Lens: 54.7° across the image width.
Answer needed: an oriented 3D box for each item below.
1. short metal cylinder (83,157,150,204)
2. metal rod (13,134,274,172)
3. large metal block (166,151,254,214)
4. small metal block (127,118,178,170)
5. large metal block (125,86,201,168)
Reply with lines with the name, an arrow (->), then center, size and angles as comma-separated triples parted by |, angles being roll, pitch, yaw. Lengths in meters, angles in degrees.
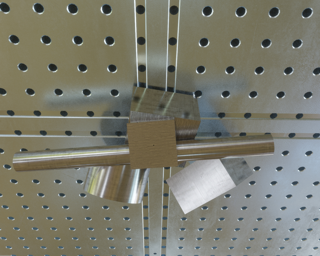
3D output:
short metal cylinder -> -0.057, 0.066, 0.418 | 0.081, 0.080, 0.050 | 15, 86, -13
metal rod -> -0.022, 0.030, 0.367 | 0.302, 0.025, 0.025 | -4, 130, 3
large metal block -> 0.069, 0.066, 0.419 | 0.080, 0.050, 0.080 | -37, 165, 27
small metal block -> -0.007, 0.017, 0.340 | 0.050, 0.025, 0.050 | -4, 95, 3
large metal block -> -0.001, 0.000, 0.390 | 0.081, 0.050, 0.079 | 8, 130, -7
